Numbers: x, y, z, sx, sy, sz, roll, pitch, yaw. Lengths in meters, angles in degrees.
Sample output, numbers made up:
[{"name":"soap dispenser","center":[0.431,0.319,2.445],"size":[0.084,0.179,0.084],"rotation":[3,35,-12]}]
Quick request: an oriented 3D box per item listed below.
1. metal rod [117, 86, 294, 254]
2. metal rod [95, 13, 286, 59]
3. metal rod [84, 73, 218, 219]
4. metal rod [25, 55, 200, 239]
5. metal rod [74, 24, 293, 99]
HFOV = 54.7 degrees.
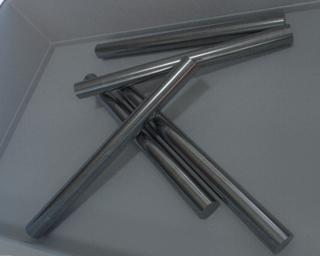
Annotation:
[{"name":"metal rod","center":[0.029,0.023,0.374],"size":[0.025,0.025,0.300],"rotation":[-43,51,-2]},{"name":"metal rod","center":[0.029,-0.135,0.471],"size":[0.300,0.025,0.025],"rotation":[-1,62,27]},{"name":"metal rod","center":[-0.032,0.004,0.418],"size":[0.025,0.025,0.300],"rotation":[-43,51,-2]},{"name":"metal rod","center":[-0.063,0.028,0.393],"size":[0.300,0.025,0.025],"rotation":[-46,51,5]},{"name":"metal rod","center":[0.022,-0.087,0.425],"size":[0.301,0.025,0.025],"rotation":[-13,56,13]}]
